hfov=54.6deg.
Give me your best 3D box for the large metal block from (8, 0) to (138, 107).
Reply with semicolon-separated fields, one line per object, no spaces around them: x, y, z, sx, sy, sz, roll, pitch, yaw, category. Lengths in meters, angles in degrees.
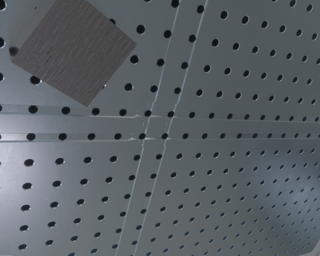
-0.084;-0.080;0.299;0.080;0.050;0.080;34;99;-39;large metal block
